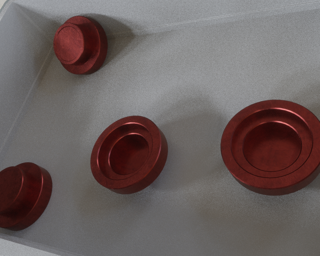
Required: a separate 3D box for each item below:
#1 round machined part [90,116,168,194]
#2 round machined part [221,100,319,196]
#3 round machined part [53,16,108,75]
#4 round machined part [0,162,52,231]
[{"bbox_3d":[-0.035,0.036,0.391,0.098,0.042,0.098,-13,56,21],"label":"round machined part"},{"bbox_3d":[0.116,0.023,0.320,0.098,0.042,0.098,-13,56,21],"label":"round machined part"},{"bbox_3d":[-0.141,-0.140,0.525,0.098,0.042,0.097,4,98,28],"label":"round machined part"},{"bbox_3d":[-0.209,0.094,0.447,0.098,0.042,0.098,-13,56,21],"label":"round machined part"}]
